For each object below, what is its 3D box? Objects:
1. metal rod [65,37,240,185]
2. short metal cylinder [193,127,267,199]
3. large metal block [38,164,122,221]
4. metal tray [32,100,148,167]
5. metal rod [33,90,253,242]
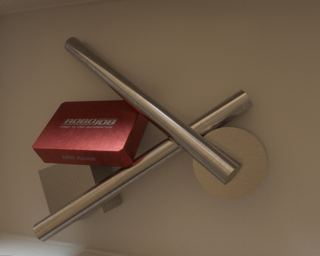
[{"bbox_3d":[-0.028,-0.037,0.387,0.300,0.025,0.025,40,103,28],"label":"metal rod"},{"bbox_3d":[0.084,0.038,0.365,0.080,0.050,0.079,0,90,19],"label":"short metal cylinder"},{"bbox_3d":[-0.110,0.083,0.430,0.080,0.050,0.080,-20,84,18],"label":"large metal block"},{"bbox_3d":[-0.088,0.004,0.407,0.130,0.030,0.090,0,46,21],"label":"metal tray"},{"bbox_3d":[-0.022,0.047,0.377,0.301,0.025,0.025,-33,79,2],"label":"metal rod"}]
